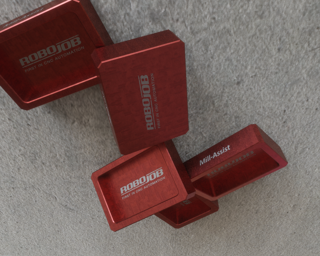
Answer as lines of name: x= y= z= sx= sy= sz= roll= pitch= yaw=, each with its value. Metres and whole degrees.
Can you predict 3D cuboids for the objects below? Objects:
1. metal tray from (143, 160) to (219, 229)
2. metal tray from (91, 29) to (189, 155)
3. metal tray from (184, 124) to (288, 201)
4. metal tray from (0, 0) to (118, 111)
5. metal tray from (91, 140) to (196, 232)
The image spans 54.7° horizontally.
metal tray: x=0.021 y=0.107 z=0.495 sx=0.090 sy=0.030 sz=0.130 roll=-33 pitch=123 yaw=24
metal tray: x=-0.016 y=-0.035 z=0.350 sx=0.091 sy=0.030 sz=0.129 roll=-19 pitch=134 yaw=-13
metal tray: x=0.100 y=0.054 z=0.438 sx=0.130 sy=0.030 sz=0.090 roll=-33 pitch=137 yaw=25
metal tray: x=-0.119 y=-0.078 z=0.335 sx=0.130 sy=0.030 sz=0.090 roll=-18 pitch=128 yaw=14
metal tray: x=-0.027 y=0.078 z=0.432 sx=0.130 sy=0.090 sz=0.030 roll=-30 pitch=165 yaw=22
